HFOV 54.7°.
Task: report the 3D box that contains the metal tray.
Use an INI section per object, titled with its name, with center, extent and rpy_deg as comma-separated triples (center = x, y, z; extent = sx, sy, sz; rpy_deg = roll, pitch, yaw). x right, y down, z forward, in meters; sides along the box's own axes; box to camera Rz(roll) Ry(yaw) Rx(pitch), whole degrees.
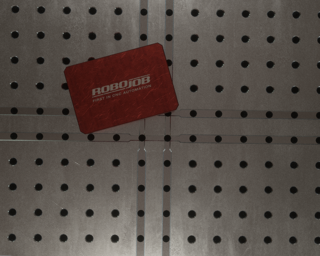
[metal tray]
center = -0.049, -0.051, 0.410
extent = 0.131, 0.030, 0.089
rpy_deg = -15, 90, -1
